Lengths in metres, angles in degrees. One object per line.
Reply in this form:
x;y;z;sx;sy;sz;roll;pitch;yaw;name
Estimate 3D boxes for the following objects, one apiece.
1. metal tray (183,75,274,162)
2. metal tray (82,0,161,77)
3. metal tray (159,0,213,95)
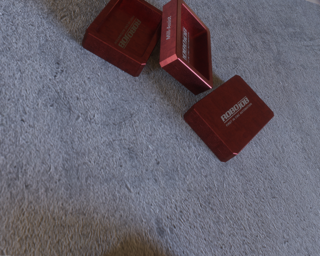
0.108;-0.019;0.470;0.090;0.030;0.131;49;51;6;metal tray
-0.046;-0.146;0.464;0.090;0.030;0.130;29;52;-10;metal tray
0.042;-0.126;0.475;0.090;0.030;0.130;32;48;-39;metal tray
